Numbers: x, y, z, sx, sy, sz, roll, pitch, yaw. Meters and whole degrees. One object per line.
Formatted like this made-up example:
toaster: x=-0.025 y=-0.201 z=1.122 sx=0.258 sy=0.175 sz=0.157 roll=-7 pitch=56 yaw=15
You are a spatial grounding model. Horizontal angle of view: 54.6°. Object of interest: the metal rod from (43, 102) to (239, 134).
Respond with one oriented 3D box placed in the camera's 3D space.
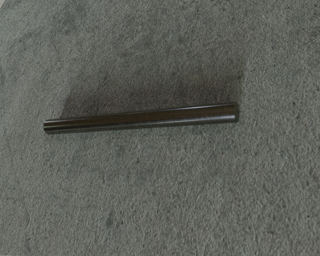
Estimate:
metal rod: x=-0.043 y=-0.010 z=0.433 sx=0.300 sy=0.025 sz=0.025 roll=-4 pitch=60 yaw=26
